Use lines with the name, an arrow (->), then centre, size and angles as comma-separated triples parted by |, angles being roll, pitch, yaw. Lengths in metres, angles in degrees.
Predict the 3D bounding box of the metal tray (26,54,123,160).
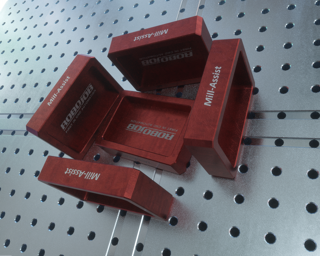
metal tray -> -0.115, -0.028, 0.446 | 0.030, 0.090, 0.130 | 20, 72, 36

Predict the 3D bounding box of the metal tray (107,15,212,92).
metal tray -> 0.007, -0.094, 0.421 | 0.130, 0.090, 0.030 | -6, 59, 25

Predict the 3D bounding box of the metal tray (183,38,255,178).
metal tray -> 0.071, -0.021, 0.342 | 0.030, 0.090, 0.130 | 5, 64, 30

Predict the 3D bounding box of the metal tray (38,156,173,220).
metal tray -> -0.062, 0.069, 0.358 | 0.130, 0.090, 0.030 | 4, 64, 30

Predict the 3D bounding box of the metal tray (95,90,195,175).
metal tray -> -0.014, 0.001, 0.412 | 0.130, 0.030, 0.090 | 12, 68, 33
